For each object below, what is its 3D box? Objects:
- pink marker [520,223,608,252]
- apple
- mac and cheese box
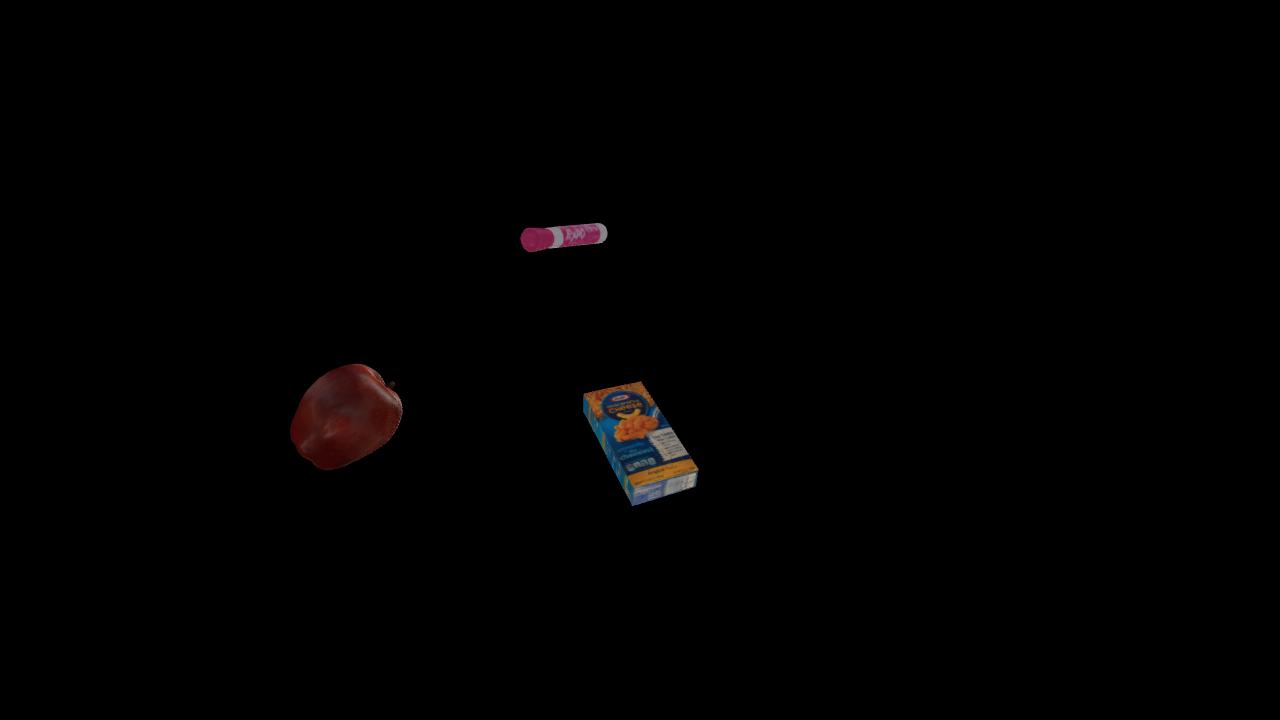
[{"bbox_3d":[-0.063,-0.105,0.523,0.020,0.020,0.121,0,13,24],"label":"pink marker"},{"bbox_3d":[-0.249,0.048,0.527,0.093,0.079,0.079,-42,7,-8],"label":"apple"},{"bbox_3d":[-0.004,0.105,0.826,0.093,0.041,0.184,-13,41,-21],"label":"mac and cheese box"}]
